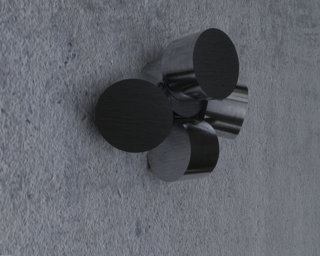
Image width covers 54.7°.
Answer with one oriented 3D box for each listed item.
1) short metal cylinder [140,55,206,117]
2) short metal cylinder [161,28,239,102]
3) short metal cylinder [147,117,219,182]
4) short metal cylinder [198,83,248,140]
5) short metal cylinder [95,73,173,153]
[{"bbox_3d":[0.018,-0.054,0.407,0.081,0.050,0.079,0,90,-40],"label":"short metal cylinder"},{"bbox_3d":[0.049,-0.072,0.366,0.081,0.050,0.079,0,90,-40],"label":"short metal cylinder"},{"bbox_3d":[0.028,0.027,0.395,0.050,0.080,0.079,2,89,-40],"label":"short metal cylinder"},{"bbox_3d":[0.086,-0.027,0.437,0.050,0.080,0.080,12,81,-1],"label":"short metal cylinder"},{"bbox_3d":[-0.026,-0.019,0.343,0.081,0.050,0.079,0,107,1],"label":"short metal cylinder"}]
